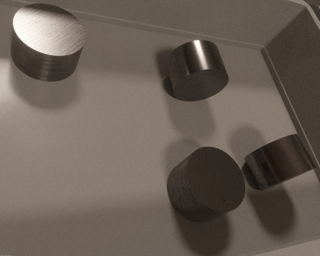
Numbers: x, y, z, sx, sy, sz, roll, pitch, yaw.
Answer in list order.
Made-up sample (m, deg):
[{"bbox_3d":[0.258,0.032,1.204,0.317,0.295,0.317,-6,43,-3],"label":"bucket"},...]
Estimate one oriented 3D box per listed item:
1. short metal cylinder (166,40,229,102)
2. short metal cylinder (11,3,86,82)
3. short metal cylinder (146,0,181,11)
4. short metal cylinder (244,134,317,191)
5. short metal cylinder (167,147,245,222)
[{"bbox_3d":[0.053,-0.081,0.450,0.081,0.080,0.050,1,61,-28],"label":"short metal cylinder"},{"bbox_3d":[-0.137,-0.104,0.380,0.081,0.050,0.080,14,56,-21],"label":"short metal cylinder"},{"bbox_3d":[0.009,-0.260,0.557,0.081,0.050,0.080,14,56,-21],"label":"short metal cylinder"},{"bbox_3d":[0.166,0.049,0.433,0.081,0.080,0.050,-10,67,-33],"label":"short metal cylinder"},{"bbox_3d":[0.056,0.069,0.379,0.081,0.050,0.080,14,56,-21],"label":"short metal cylinder"}]
